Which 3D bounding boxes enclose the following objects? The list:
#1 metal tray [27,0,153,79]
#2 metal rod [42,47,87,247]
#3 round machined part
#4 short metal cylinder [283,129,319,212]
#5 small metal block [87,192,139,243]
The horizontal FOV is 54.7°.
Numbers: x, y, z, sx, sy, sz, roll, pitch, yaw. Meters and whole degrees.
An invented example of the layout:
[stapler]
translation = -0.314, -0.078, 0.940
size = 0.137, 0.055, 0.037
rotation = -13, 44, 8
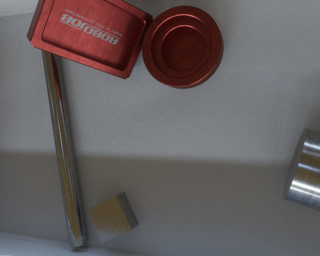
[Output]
[metal tray]
translation = -0.083, -0.123, 0.382
size = 0.030, 0.131, 0.089
rotation = 42, 111, 51
[metal rod]
translation = -0.143, 0.022, 0.459
size = 0.025, 0.025, 0.298
rotation = -10, 87, 19
[round machined part]
translation = 0.031, -0.098, 0.390
size = 0.098, 0.042, 0.097
rotation = 0, 90, 19
[short metal cylinder]
translation = 0.166, 0.045, 0.323
size = 0.050, 0.080, 0.080
rotation = 17, 96, 19
[small metal block]
translation = -0.065, 0.124, 0.432
size = 0.050, 0.025, 0.050
rotation = -29, 81, 17
